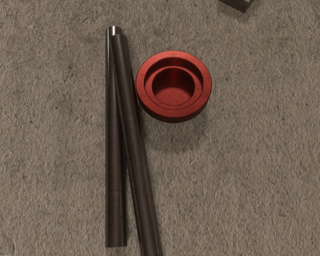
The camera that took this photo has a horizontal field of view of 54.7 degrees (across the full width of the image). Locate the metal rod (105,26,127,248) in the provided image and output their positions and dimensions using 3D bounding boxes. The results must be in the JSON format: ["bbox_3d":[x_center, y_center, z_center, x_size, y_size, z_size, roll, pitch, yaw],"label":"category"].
[{"bbox_3d":[-0.059,-0.003,0.408,0.025,0.025,0.299,-3,70,-2],"label":"metal rod"}]

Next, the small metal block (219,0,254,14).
[{"bbox_3d":[0.127,-0.217,0.489,0.050,0.025,0.050,33,73,11],"label":"small metal block"}]

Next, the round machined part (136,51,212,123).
[{"bbox_3d":[0.018,-0.051,0.418,0.099,0.042,0.098,0,70,-1],"label":"round machined part"}]

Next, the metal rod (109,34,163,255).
[{"bbox_3d":[-0.032,0.021,0.386,0.025,0.025,0.299,-9,75,-4],"label":"metal rod"}]
